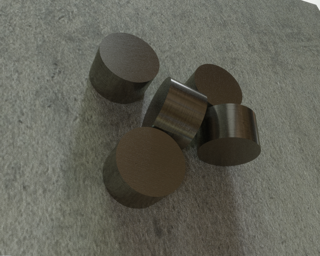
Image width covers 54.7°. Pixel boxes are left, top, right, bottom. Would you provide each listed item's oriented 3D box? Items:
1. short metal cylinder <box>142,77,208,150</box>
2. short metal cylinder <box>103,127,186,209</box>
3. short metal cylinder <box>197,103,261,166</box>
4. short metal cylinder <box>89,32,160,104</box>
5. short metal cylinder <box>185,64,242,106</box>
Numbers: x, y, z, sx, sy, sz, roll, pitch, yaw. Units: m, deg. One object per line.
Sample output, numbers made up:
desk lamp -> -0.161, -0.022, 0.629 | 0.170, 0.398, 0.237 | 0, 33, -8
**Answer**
short metal cylinder -> 0.016, -0.017, 0.390 | 0.050, 0.080, 0.080 | 25, 53, -14
short metal cylinder -> -0.019, 0.045, 0.350 | 0.081, 0.050, 0.080 | 13, 58, -21
short metal cylinder -> 0.089, 0.011, 0.412 | 0.081, 0.080, 0.050 | 16, 55, -20
short metal cylinder -> -0.048, -0.079, 0.412 | 0.081, 0.050, 0.080 | 14, 56, -21
short metal cylinder -> 0.073, -0.048, 0.458 | 0.081, 0.050, 0.080 | 14, 56, -21
